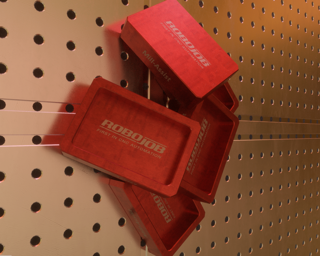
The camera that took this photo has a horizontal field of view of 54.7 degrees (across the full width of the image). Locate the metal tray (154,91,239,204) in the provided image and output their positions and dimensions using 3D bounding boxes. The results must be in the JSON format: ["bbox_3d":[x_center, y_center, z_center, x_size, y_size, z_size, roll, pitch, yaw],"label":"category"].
[{"bbox_3d":[0.053,0.024,0.413,0.090,0.030,0.130,36,68,-35],"label":"metal tray"}]

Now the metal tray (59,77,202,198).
[{"bbox_3d":[-0.030,0.012,0.342,0.131,0.030,0.090,24,72,-6],"label":"metal tray"}]

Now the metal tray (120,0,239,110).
[{"bbox_3d":[0.026,-0.096,0.390,0.130,0.030,0.091,49,56,5],"label":"metal tray"}]

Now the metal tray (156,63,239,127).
[{"bbox_3d":[0.060,-0.054,0.458,0.090,0.030,0.130,-51,120,-28],"label":"metal tray"}]

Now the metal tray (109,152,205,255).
[{"bbox_3d":[0.002,0.095,0.409,0.091,0.030,0.129,-40,115,-33],"label":"metal tray"}]
